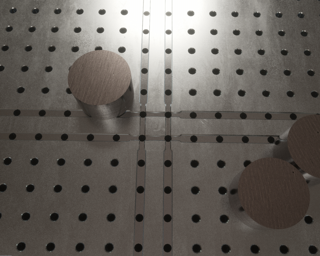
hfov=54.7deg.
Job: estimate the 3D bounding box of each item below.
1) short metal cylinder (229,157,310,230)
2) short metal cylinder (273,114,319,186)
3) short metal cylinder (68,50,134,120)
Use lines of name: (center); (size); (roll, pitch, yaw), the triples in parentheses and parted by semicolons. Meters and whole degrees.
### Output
short metal cylinder: (0.128, 0.080, 0.371); (0.081, 0.050, 0.080); (0, 70, 0)
short metal cylinder: (0.191, 0.029, 0.390); (0.081, 0.050, 0.080); (0, 70, 0)
short metal cylinder: (-0.077, -0.057, 0.418); (0.081, 0.050, 0.080); (0, 70, 0)
